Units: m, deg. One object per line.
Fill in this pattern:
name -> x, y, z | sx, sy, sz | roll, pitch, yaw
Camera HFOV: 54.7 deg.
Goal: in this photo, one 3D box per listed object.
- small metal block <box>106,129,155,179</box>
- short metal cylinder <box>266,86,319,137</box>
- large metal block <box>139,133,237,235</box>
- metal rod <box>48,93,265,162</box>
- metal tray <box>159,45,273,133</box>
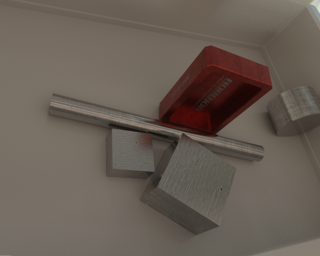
small metal block -> -0.036, 0.032, 0.368 | 0.050, 0.025, 0.050 | 8, 58, -24
short metal cylinder -> 0.224, -0.025, 0.509 | 0.081, 0.080, 0.050 | 1, 62, -28
large metal block -> 0.035, 0.067, 0.369 | 0.080, 0.050, 0.080 | 34, 51, -7
metal rod -> 0.011, 0.005, 0.409 | 0.302, 0.025, 0.025 | 14, 56, -21
metal tray -> 0.066, -0.041, 0.400 | 0.091, 0.129, 0.030 | 14, 56, -21
